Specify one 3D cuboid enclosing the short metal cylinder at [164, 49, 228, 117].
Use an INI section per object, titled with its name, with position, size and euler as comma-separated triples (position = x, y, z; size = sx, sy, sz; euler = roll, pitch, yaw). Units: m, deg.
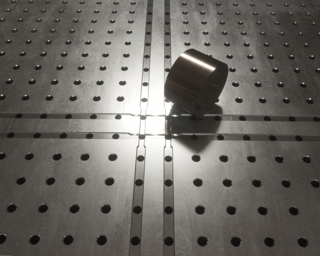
[short metal cylinder]
position = 0.050, -0.061, 0.424
size = 0.050, 0.080, 0.080
euler = 32, 57, 23
